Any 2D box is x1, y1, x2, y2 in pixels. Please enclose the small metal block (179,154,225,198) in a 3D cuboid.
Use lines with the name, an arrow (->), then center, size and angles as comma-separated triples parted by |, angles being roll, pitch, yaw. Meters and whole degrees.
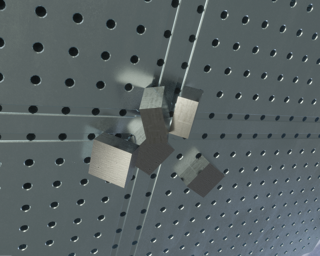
small metal block -> 0.068, 0.077, 0.495 | 0.050, 0.025, 0.050 | -47, 129, 4

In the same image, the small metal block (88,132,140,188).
small metal block -> -0.057, 0.039, 0.386 | 0.050, 0.025, 0.050 | 20, 115, 11

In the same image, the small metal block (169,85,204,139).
small metal block -> 0.034, -0.021, 0.397 | 0.025, 0.050, 0.050 | 17, 116, 8

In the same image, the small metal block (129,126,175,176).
small metal block -> -0.017, 0.029, 0.419 | 0.050, 0.025, 0.050 | -46, 129, 4

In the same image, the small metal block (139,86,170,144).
small metal block -> -0.005, -0.016, 0.378 | 0.025, 0.050, 0.050 | -5, 125, 9
